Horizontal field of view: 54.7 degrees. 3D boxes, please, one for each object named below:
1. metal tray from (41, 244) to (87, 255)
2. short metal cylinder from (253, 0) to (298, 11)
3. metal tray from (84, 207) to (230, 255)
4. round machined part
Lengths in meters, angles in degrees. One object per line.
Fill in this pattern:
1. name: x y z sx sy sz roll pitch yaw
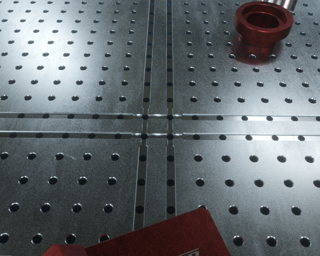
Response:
1. metal tray: -0.074 0.168 0.234 0.090 0.030 0.130 -44 58 5
2. short metal cylinder: 0.223 -0.257 0.589 0.081 0.050 0.080 11 25 -5
3. metal tray: 0.001 0.138 0.288 0.131 0.030 0.090 -15 52 -13
4. round machined part: 0.180 -0.180 0.549 0.099 0.042 0.098 0 51 0
